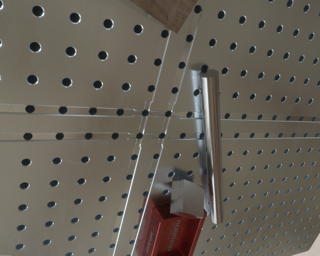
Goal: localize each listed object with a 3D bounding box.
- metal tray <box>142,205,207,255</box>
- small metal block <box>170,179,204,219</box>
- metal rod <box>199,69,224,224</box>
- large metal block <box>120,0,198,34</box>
[{"bbox_3d":[0.023,0.190,0.540,0.091,0.030,0.129,-3,120,-28],"label":"metal tray"},{"bbox_3d":[0.044,0.113,0.489,0.050,0.050,0.025,27,147,-38],"label":"small metal block"},{"bbox_3d":[0.085,0.048,0.489,0.025,0.025,0.298,-22,127,-16],"label":"metal rod"},{"bbox_3d":[-0.018,-0.137,0.282,0.080,0.080,0.050,23,106,-37],"label":"large metal block"}]
